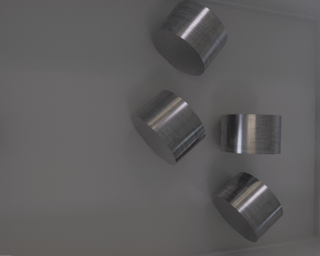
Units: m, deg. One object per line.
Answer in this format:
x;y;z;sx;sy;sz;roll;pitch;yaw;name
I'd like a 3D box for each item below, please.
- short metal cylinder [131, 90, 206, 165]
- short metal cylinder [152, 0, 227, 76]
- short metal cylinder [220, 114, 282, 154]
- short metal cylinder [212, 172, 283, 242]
0.010;0.000;0.385;0.050;0.080;0.080;-41;103;-15;short metal cylinder
0.037;-0.112;0.395;0.080;0.080;0.050;41;77;-16;short metal cylinder
0.124;0.008;0.427;0.081;0.080;0.050;2;90;-20;short metal cylinder
0.119;0.107;0.425;0.050;0.080;0.080;-38;102;-16;short metal cylinder
